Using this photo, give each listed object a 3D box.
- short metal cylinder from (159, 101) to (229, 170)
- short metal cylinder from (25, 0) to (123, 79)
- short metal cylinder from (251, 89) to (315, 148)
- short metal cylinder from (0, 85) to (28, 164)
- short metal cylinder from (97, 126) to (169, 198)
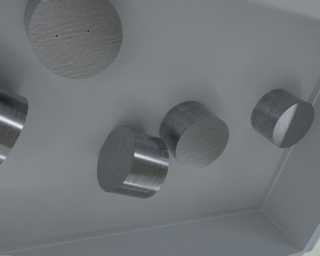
[{"bbox_3d":[0.046,0.010,0.423,0.081,0.050,0.079,-14,124,-21],"label":"short metal cylinder"},{"bbox_3d":[-0.082,-0.092,0.291,0.081,0.050,0.079,-14,124,-21],"label":"short metal cylinder"},{"bbox_3d":[0.192,-0.015,0.488,0.081,0.050,0.079,-14,124,-21],"label":"short metal cylinder"},{"bbox_3d":[-0.165,-0.004,0.280,0.050,0.080,0.080,32,101,-38],"label":"short metal cylinder"},{"bbox_3d":[-0.034,0.043,0.381,0.050,0.080,0.080,21,107,-36],"label":"short metal cylinder"}]
